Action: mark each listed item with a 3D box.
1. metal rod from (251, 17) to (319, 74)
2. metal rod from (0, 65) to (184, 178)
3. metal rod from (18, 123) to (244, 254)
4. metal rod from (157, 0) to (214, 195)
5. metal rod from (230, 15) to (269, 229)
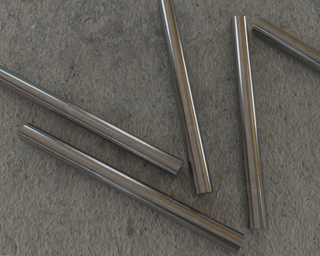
[{"bbox_3d":[0.263,-0.069,0.434,0.300,0.025,0.025,36,74,12],"label":"metal rod"},{"bbox_3d":[-0.108,-0.015,0.412,0.301,0.025,0.025,27,72,9],"label":"metal rod"},{"bbox_3d":[-0.042,0.070,0.382,0.301,0.025,0.025,26,72,9],"label":"metal rod"},{"bbox_3d":[0.031,-0.058,0.429,0.025,0.025,0.299,-8,70,-3],"label":"metal rod"},{"bbox_3d":[0.117,-0.021,0.416,0.025,0.025,0.299,1,70,0],"label":"metal rod"}]
